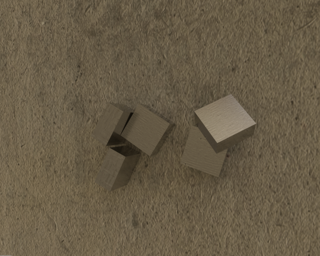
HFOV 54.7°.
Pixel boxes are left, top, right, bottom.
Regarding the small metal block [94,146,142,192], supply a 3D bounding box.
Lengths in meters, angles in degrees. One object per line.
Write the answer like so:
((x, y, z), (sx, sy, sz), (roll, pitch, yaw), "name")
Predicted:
((-0.055, 0.053, 0.415), (0.025, 0.050, 0.050), (27, 99, 18), "small metal block")

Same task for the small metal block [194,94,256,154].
((0.075, -0.006, 0.363), (0.050, 0.025, 0.050), (-26, 57, -9), "small metal block")

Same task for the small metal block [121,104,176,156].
((-0.016, 0.002, 0.415), (0.050, 0.025, 0.050), (34, 101, 16), "small metal block")

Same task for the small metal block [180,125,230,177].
((0.059, 0.028, 0.388), (0.050, 0.025, 0.050), (18, 96, 19), "small metal block")

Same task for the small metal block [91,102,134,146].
((-0.059, -0.005, 0.416), (0.025, 0.050, 0.050), (31, 100, 17), "small metal block")
